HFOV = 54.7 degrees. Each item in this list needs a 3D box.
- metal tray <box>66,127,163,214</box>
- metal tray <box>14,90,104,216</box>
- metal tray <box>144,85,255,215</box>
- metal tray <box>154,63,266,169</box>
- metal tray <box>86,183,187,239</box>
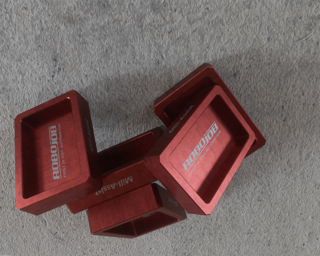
[{"bbox_3d":[-0.053,0.050,0.394,0.130,0.090,0.030,-23,109,8],"label":"metal tray"},{"bbox_3d":[-0.124,0.026,0.368,0.090,0.130,0.030,-23,147,7],"label":"metal tray"},{"bbox_3d":[0.052,0.023,0.361,0.090,0.030,0.130,50,58,-16],"label":"metal tray"},{"bbox_3d":[0.065,-0.007,0.406,0.090,0.030,0.130,-37,107,12],"label":"metal tray"},{"bbox_3d":[-0.024,0.113,0.406,0.090,0.130,0.030,-23,64,8],"label":"metal tray"}]
